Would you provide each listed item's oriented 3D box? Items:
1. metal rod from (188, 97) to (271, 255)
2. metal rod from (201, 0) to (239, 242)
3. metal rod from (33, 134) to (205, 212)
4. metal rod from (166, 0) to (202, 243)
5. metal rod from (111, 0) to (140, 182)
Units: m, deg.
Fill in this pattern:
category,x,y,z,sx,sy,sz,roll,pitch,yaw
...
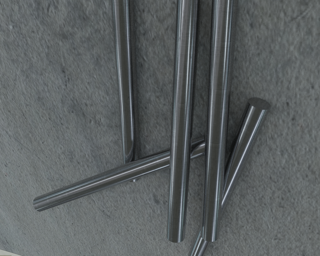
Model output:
category,x,y,z,sx,sy,sz,roll,pitch,yaw
metal rod,0.083,0.093,0.419,0.025,0.025,0.298,22,127,14
metal rod,0.065,0.009,0.357,0.025,0.025,0.298,10,117,22
metal rod,-0.068,0.072,0.445,0.300,0.025,0.025,-22,107,23
metal rod,0.025,0.008,0.364,0.025,0.025,0.298,11,113,22
metal rod,-0.041,-0.053,0.394,0.025,0.025,0.298,13,124,20
